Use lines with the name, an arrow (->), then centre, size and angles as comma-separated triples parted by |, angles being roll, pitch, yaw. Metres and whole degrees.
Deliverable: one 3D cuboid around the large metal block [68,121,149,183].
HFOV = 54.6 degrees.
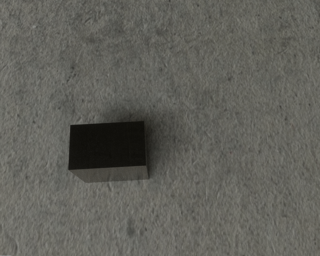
large metal block -> -0.056, 0.031, 0.367 | 0.080, 0.080, 0.050 | -3, 70, -1
